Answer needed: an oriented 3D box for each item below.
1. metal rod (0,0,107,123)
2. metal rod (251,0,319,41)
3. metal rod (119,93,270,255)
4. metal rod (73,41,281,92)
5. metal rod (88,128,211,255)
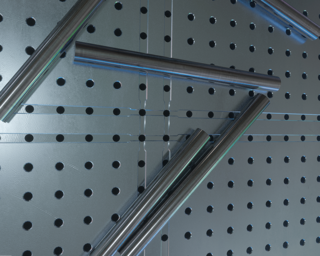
[{"bbox_3d":[-0.100,-0.134,0.375,0.025,0.025,0.300,38,78,-16],"label":"metal rod"},{"bbox_3d":[0.126,-0.213,0.460,0.302,0.025,0.025,24,82,-19],"label":"metal rod"},{"bbox_3d":[0.056,0.061,0.434,0.301,0.025,0.025,-46,105,-14],"label":"metal rod"},{"bbox_3d":[0.038,-0.080,0.427,0.302,0.025,0.025,5,88,-20],"label":"metal rod"},{"bbox_3d":[-0.036,0.117,0.400,0.025,0.025,0.300,45,76,-15],"label":"metal rod"}]
